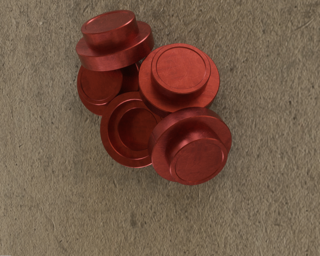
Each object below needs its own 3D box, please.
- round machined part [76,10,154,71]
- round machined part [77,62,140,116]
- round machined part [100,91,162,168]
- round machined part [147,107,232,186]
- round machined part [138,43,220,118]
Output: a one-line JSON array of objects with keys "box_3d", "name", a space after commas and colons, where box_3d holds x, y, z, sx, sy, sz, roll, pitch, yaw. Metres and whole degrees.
[{"box_3d": [-0.059, -0.115, 0.390, 0.098, 0.098, 0.042, 1, 132, 19], "name": "round machined part"}, {"box_3d": [-0.073, -0.064, 0.427, 0.098, 0.042, 0.097, 0, 90, 19], "name": "round machined part"}, {"box_3d": [-0.025, 0.002, 0.409, 0.098, 0.042, 0.097, 0, 90, 19], "name": "round machined part"}, {"box_3d": [0.038, 0.028, 0.358, 0.098, 0.098, 0.042, -45, 36, 14], "name": "round machined part"}, {"box_3d": [0.023, -0.061, 0.369, 0.099, 0.042, 0.098, 1, 68, -3], "name": "round machined part"}]
